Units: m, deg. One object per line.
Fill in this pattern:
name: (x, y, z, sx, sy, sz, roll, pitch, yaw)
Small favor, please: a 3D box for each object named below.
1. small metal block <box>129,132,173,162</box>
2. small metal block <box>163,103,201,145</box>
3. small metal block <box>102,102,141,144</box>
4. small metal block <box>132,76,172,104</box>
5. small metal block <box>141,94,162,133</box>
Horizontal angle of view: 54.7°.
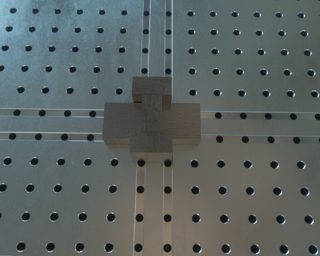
small metal block: (-0.010, 0.025, 0.389, 0.050, 0.050, 0.025, 1, 70, 0)
small metal block: (0.028, -0.005, 0.414, 0.050, 0.025, 0.050, 1, 70, 0)
small metal block: (-0.048, -0.006, 0.413, 0.050, 0.025, 0.050, 1, 70, 0)
small metal block: (-0.010, -0.046, 0.415, 0.050, 0.050, 0.025, 1, 70, 0)
small metal block: (-0.010, -0.010, 0.401, 0.025, 0.050, 0.050, 1, 70, 0)
